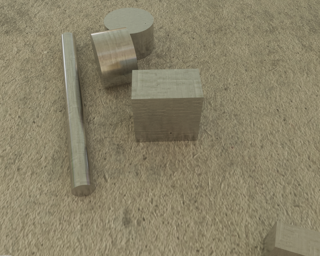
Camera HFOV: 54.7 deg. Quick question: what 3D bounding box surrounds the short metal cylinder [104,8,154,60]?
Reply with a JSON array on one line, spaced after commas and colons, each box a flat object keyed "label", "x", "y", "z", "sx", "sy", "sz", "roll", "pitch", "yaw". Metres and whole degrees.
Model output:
[{"label": "short metal cylinder", "x": -0.051, "y": -0.158, "z": 0.519, "sx": 0.081, "sy": 0.050, "sz": 0.080, "roll": 0, "pitch": 49, "yaw": 0}]

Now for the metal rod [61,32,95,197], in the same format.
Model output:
[{"label": "metal rod", "x": -0.121, "y": -0.042, "z": 0.437, "sx": 0.025, "sy": 0.025, "sz": 0.300, "roll": -11, "pitch": 51, "yaw": -9}]

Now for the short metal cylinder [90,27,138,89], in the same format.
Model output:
[{"label": "short metal cylinder", "x": -0.067, "y": -0.102, "z": 0.453, "sx": 0.050, "sy": 0.080, "sz": 0.080, "roll": -15, "pitch": 52, "yaw": -12}]

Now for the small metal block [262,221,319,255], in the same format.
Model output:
[{"label": "small metal block", "x": 0.128, "y": 0.116, "z": 0.291, "sx": 0.050, "sy": 0.050, "sz": 0.025, "roll": 13, "pitch": 52, "yaw": 11}]

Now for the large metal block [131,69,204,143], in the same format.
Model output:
[{"label": "large metal block", "x": 0.008, "y": -0.027, "z": 0.390, "sx": 0.081, "sy": 0.080, "sz": 0.050, "roll": -2, "pitch": 50, "yaw": -2}]
